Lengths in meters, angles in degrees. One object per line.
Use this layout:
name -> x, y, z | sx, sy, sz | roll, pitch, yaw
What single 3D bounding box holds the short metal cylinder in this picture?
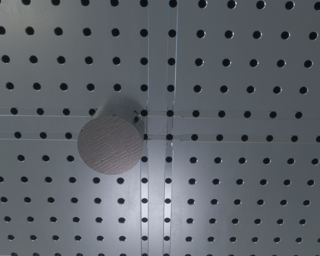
short metal cylinder -> -0.061, 0.014, 0.405 | 0.080, 0.050, 0.079 | 0, 110, 0
